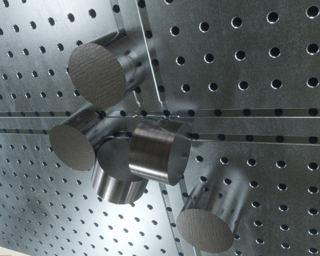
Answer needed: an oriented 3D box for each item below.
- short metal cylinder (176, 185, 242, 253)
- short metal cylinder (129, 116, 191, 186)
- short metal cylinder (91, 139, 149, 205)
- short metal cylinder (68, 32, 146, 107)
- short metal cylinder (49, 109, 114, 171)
[{"bbox_3d":[0.070,0.128,0.438,0.080,0.050,0.079,13,124,21],"label":"short metal cylinder"},{"bbox_3d":[0.002,0.028,0.392,0.050,0.080,0.079,11,123,22],"label":"short metal cylinder"},{"bbox_3d":[-0.053,0.061,0.442,0.080,0.080,0.050,29,128,10],"label":"short metal cylinder"},{"bbox_3d":[-0.064,-0.072,0.384,0.080,0.050,0.079,13,124,21],"label":"short metal cylinder"},{"bbox_3d":[-0.117,0.018,0.468,0.080,0.050,0.079,13,124,21],"label":"short metal cylinder"}]
